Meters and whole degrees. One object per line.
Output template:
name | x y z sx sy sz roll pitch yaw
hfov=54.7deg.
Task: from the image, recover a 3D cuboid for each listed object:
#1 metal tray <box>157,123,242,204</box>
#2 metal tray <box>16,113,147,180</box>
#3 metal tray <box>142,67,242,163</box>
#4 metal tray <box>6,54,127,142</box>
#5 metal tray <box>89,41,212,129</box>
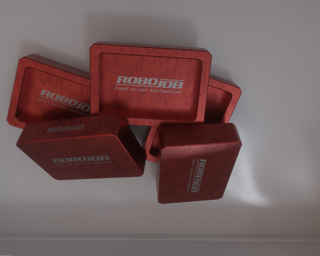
metal tray | 0.043 0.049 0.391 0.091 0.030 0.129 -3 139 -5
metal tray | -0.093 0.028 0.379 0.130 0.030 0.090 -5 141 18
metal tray | 0.037 -0.009 0.404 0.091 0.030 0.129 18 109 -7
metal tray | -0.116 -0.029 0.393 0.131 0.030 0.089 18 109 -7
metal tray | -0.012 -0.049 0.356 0.131 0.030 0.089 3 110 -2
